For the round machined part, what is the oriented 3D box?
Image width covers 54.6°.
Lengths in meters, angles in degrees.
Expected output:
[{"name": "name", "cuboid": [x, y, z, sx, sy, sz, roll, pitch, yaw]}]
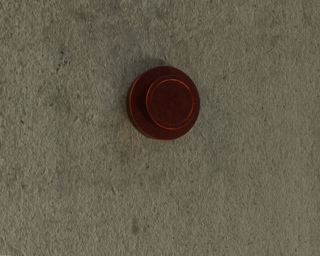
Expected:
[{"name": "round machined part", "cuboid": [0.009, -0.032, 0.403, 0.099, 0.042, 0.097, 0, 90, -20]}]
